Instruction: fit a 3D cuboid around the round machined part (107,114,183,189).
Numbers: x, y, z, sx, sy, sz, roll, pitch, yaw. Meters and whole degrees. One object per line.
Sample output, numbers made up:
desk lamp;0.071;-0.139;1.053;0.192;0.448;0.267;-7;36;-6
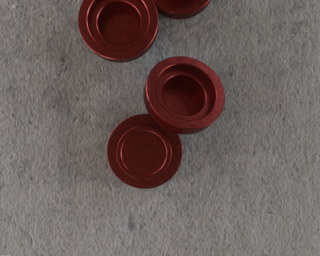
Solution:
round machined part;-0.020;0.031;0.401;0.099;0.042;0.097;0;90;-1

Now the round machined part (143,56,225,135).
round machined part;0.027;-0.037;0.390;0.099;0.042;0.098;4;69;-12

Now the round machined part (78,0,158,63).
round machined part;-0.051;-0.133;0.401;0.099;0.042;0.097;0;90;-1

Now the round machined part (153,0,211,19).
round machined part;0.027;-0.197;0.402;0.099;0.042;0.097;0;90;-1
